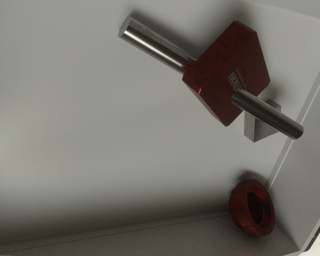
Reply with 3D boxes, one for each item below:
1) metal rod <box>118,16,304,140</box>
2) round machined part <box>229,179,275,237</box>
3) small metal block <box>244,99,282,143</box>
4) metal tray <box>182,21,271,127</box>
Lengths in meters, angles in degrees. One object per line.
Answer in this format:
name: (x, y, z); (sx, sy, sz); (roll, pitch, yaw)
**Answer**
metal rod: (0.084, -0.050, 0.395); (0.302, 0.025, 0.025); (25, 105, -28)
round machined part: (0.160, 0.144, 0.554); (0.099, 0.098, 0.042); (23, 145, -37)
small metal block: (0.163, -0.011, 0.493); (0.050, 0.025, 0.050); (-21, 127, -16)
metal tray: (0.090, -0.061, 0.392); (0.090, 0.030, 0.130); (-47, 149, 5)
